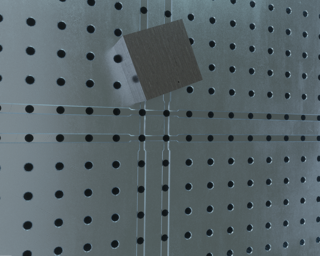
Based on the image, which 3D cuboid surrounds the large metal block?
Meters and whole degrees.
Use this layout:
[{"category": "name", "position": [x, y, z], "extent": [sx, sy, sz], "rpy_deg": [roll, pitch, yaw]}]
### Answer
[{"category": "large metal block", "position": [-0.003, -0.084, 0.399], "extent": [0.081, 0.050, 0.080], "rpy_deg": [-23, 98, -19]}]
